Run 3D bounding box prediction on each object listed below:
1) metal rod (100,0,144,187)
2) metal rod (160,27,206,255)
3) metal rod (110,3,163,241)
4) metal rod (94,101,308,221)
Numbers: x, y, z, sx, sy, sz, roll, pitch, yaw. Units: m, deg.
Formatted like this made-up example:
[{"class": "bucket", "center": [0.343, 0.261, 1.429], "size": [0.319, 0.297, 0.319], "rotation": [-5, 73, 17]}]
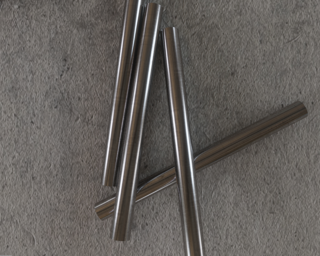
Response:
[{"class": "metal rod", "center": [-0.046, -0.073, 0.409], "size": [0.025, 0.025, 0.298], "rotation": [8, 90, 0]}, {"class": "metal rod", "center": [0.028, 0.019, 0.388], "size": [0.025, 0.025, 0.298], "rotation": [-6, 82, 0]}, {"class": "metal rod", "center": [-0.029, -0.012, 0.394], "size": [0.025, 0.025, 0.298], "rotation": [8, 84, 0]}, {"class": "metal rod", "center": [0.054, 0.043, 0.410], "size": [0.301, 0.025, 0.025], "rotation": [-27, 90, 0]}]
